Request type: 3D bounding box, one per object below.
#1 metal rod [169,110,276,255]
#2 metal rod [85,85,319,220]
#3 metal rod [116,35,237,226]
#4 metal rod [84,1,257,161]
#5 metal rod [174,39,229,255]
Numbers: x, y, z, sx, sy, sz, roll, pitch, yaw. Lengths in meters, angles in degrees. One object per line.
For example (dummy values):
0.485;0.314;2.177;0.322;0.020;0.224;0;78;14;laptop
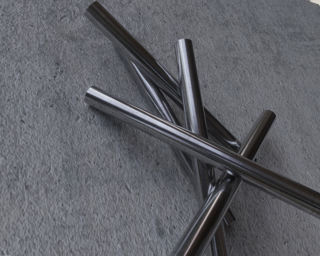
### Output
0.093;0.051;0.373;0.025;0.025;0.302;45;43;3;metal rod
0.046;0.023;0.350;0.301;0.025;0.025;26;50;13;metal rod
0.011;-0.010;0.415;0.025;0.025;0.299;-19;72;-35;metal rod
0.020;-0.051;0.417;0.300;0.025;0.025;43;51;-9;metal rod
0.049;0.030;0.375;0.025;0.025;0.299;1;73;-28;metal rod
